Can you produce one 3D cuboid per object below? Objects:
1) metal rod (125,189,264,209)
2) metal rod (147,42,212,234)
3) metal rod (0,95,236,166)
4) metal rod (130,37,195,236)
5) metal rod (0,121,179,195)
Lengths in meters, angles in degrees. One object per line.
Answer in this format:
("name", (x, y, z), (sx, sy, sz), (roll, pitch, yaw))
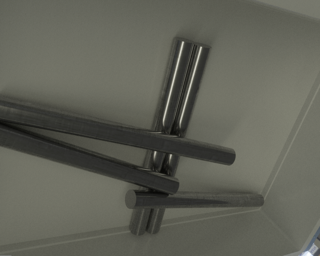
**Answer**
("metal rod", (0.076, 0.116, 0.500), (0.302, 0.025, 0.025), (12, 113, -40))
("metal rod", (0.019, 0.031, 0.436), (0.025, 0.025, 0.298), (-1, 119, -28))
("metal rod", (-0.033, 0.010, 0.371), (0.302, 0.025, 0.025), (13, 112, -27))
("metal rod", (-0.004, 0.029, 0.422), (0.025, 0.025, 0.298), (-1, 119, -28))
("metal rod", (-0.100, 0.032, 0.356), (0.302, 0.025, 0.025), (23, 106, -31))
